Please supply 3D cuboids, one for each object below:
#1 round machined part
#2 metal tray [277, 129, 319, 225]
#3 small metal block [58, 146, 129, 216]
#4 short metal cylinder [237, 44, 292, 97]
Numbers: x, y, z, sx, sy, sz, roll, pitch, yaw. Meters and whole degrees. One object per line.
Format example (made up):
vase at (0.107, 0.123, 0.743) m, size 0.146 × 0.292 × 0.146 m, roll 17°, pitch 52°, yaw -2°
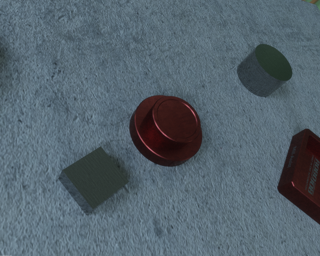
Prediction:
round machined part at (0.014, -0.003, 0.403) m, size 0.099 × 0.042 × 0.098 m, roll 14°, pitch 56°, yaw -21°
metal tray at (0.244, 0.073, 0.490) m, size 0.090 × 0.030 × 0.130 m, roll 39°, pitch 51°, yaw -3°
small metal block at (-0.071, 0.056, 0.332) m, size 0.050 × 0.025 × 0.050 m, roll -35°, pitch 81°, yaw -39°
short metal cylinder at (0.187, -0.102, 0.554) m, size 0.081 × 0.050 × 0.080 m, roll 14°, pitch 56°, yaw -21°
